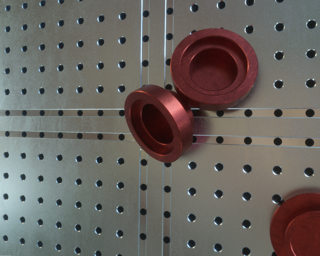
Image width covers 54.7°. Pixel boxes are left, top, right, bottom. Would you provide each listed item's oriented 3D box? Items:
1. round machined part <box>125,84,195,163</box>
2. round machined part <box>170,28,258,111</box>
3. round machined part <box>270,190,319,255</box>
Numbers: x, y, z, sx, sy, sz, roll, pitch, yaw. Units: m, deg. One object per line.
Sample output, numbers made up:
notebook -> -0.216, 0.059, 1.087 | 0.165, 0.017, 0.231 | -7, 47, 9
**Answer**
round machined part -> 0.004, -0.009, 0.384 | 0.098, 0.042, 0.097 | 31, 139, 33
round machined part -> 0.063, -0.065, 0.369 | 0.099, 0.042, 0.098 | -1, 72, 5
round machined part -> 0.174, 0.121, 0.343 | 0.098, 0.042, 0.097 | 0, 90, 19
